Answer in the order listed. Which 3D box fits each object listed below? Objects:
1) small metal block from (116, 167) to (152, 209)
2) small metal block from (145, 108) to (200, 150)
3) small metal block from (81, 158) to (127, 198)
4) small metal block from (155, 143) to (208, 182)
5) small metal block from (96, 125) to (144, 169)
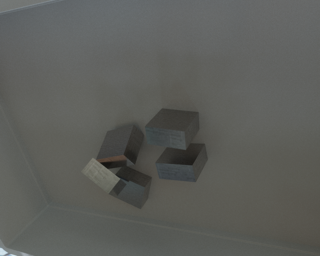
[{"bbox_3d":[-0.044,0.093,0.488,0.050,0.025,0.050,21,126,15],"label":"small metal block"},{"bbox_3d":[0.016,0.000,0.383,0.050,0.050,0.025,8,122,24],"label":"small metal block"},{"bbox_3d":[-0.079,0.073,0.446,0.050,0.025,0.050,35,167,14],"label":"small metal block"},{"bbox_3d":[0.029,0.043,0.403,0.050,0.050,0.025,1,119,27],"label":"small metal block"},{"bbox_3d":[-0.055,0.027,0.433,0.050,0.050,0.025,-13,136,33],"label":"small metal block"}]
